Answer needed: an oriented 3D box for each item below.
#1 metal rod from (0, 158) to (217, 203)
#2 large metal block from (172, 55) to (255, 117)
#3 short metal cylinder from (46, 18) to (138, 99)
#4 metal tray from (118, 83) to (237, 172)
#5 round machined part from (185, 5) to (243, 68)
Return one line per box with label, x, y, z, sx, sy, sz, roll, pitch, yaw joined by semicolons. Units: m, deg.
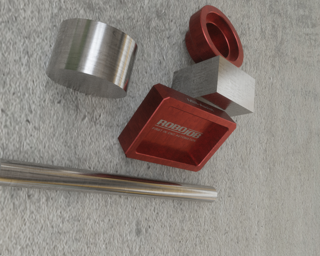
metal rod;-0.036;0.070;0.376;0.302;0.025;0.025;15;80;-39
large metal block;0.073;-0.050;0.428;0.080;0.080;0.050;21;69;-39
short metal cylinder;-0.067;-0.067;0.314;0.080;0.080;0.050;20;77;-39
metal tray;0.025;0.006;0.391;0.131;0.030;0.090;17;118;-39
round machined part;0.074;-0.121;0.445;0.099;0.042;0.098;22;57;-38
